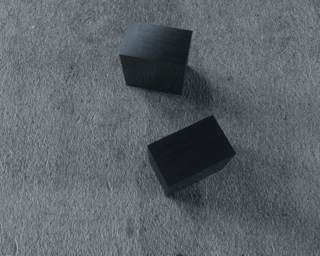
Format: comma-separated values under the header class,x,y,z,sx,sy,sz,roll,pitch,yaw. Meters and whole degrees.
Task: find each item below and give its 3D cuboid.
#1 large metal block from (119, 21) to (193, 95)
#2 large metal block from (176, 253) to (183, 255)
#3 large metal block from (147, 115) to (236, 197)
class,x,y,z,sx,sy,sz,roll,pitch,yaw
large metal block,-0.004,-0.090,0.412,0.080,0.080,0.050,10,71,4
large metal block,0.022,0.179,0.313,0.050,0.080,0.080,-29,73,-10
large metal block,0.034,0.036,0.366,0.080,0.080,0.050,-25,72,-9
